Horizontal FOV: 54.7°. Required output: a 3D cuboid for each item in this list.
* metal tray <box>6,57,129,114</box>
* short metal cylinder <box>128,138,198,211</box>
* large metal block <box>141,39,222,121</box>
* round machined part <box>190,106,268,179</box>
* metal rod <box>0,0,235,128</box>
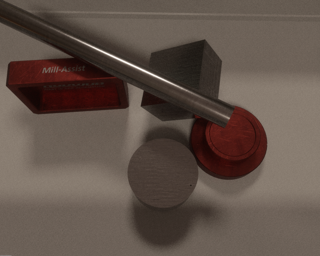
[{"bbox_3d":[-0.109,-0.052,0.392,0.131,0.090,0.030,-4,71,-2],"label":"metal tray"},{"bbox_3d":[0.003,0.058,0.375,0.081,0.050,0.080,0,70,0],"label":"short metal cylinder"},{"bbox_3d":[0.029,-0.058,0.398,0.080,0.050,0.080,-5,66,35],"label":"large metal block"},{"bbox_3d":[0.089,0.014,0.397,0.099,0.042,0.098,0,70,-1],"label":"round machined part"},{"bbox_3d":[-0.062,-0.076,0.339,0.301,0.025,0.025,26,72,8],"label":"metal rod"}]
